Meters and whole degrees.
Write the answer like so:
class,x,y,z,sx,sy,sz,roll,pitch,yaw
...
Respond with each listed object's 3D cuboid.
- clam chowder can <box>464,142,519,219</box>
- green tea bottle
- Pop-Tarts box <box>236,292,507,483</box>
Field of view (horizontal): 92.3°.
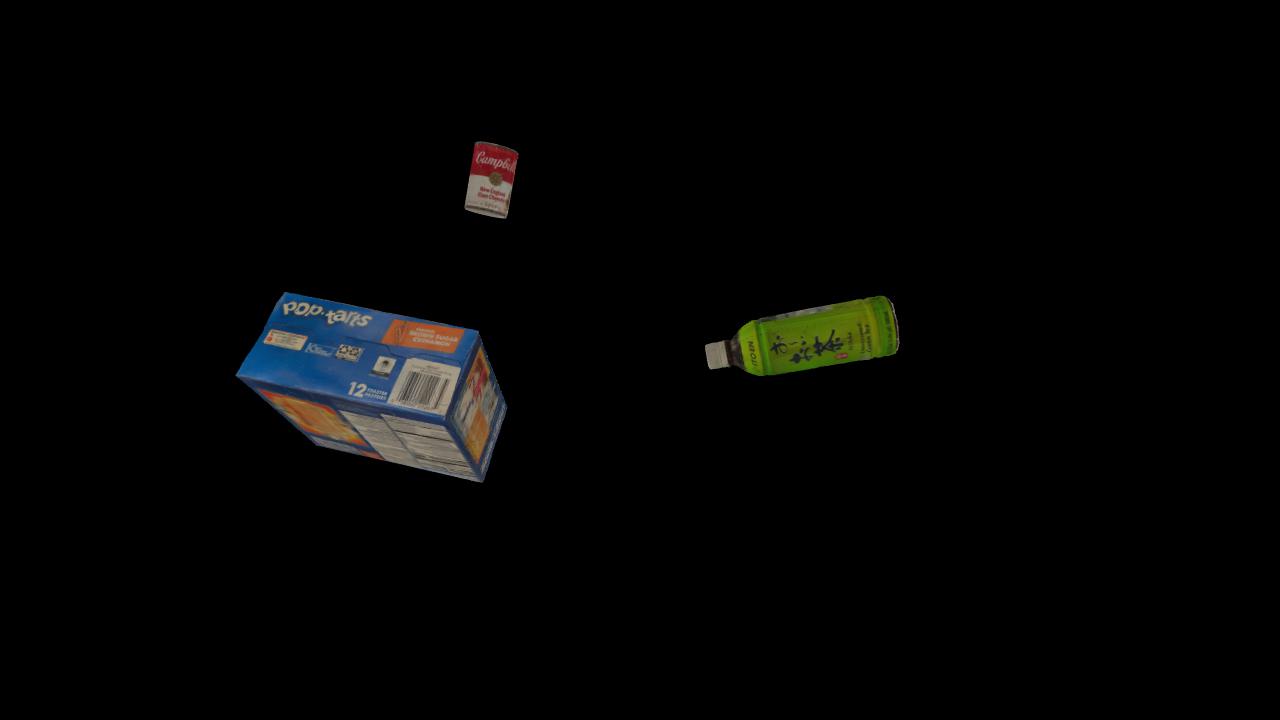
class,x,y,z,sx,sy,sz,roll,pitch,yaw
clam chowder can,-0.231,-0.278,0.955,0.068,0.102,0.068,12,6,-1
green tea bottle,0.182,-0.023,0.712,0.212,0.073,0.073,-9,-2,12
Pop-Tarts box,-0.214,0.028,0.525,0.167,0.083,0.141,12,-30,6
